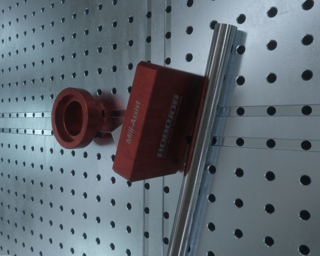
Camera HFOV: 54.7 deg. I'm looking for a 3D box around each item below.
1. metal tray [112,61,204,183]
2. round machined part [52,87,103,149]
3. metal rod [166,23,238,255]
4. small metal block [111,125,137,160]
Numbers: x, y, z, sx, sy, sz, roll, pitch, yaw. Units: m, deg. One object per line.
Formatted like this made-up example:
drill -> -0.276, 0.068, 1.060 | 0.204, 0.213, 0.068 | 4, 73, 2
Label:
metal tray -> 0.000, -0.006, 0.365 | 0.030, 0.091, 0.129 | 24, 105, 37
round machined part -> -0.131, -0.015, 0.503 | 0.098, 0.042, 0.097 | 0, 90, 39
metal rod -> 0.046, 0.030, 0.369 | 0.025, 0.025, 0.298 | 18, 101, 38
small metal block -> -0.037, 0.017, 0.438 | 0.050, 0.025, 0.050 | -34, 69, 34
